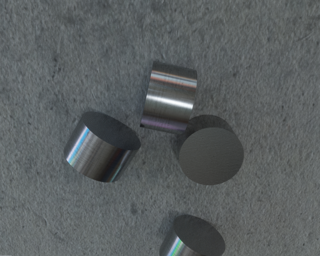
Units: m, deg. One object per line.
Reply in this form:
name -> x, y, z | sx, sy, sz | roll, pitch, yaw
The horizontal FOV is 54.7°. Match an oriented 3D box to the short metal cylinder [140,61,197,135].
short metal cylinder -> 0.009, -0.035, 0.368 | 0.050, 0.080, 0.079 | 12, 110, -5

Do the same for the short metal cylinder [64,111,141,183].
short metal cylinder -> -0.071, 0.023, 0.388 | 0.080, 0.080, 0.050 | 30, 107, -11

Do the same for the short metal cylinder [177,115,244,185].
short metal cylinder -> 0.064, 0.028, 0.408 | 0.081, 0.050, 0.079 | 0, 110, -1

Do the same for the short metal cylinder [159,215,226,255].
short metal cylinder -> 0.046, 0.171, 0.444 | 0.080, 0.080, 0.050 | 21, 109, -8
